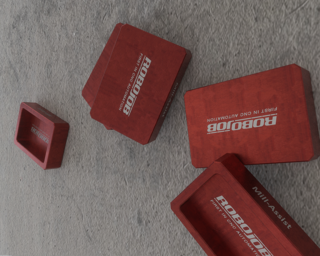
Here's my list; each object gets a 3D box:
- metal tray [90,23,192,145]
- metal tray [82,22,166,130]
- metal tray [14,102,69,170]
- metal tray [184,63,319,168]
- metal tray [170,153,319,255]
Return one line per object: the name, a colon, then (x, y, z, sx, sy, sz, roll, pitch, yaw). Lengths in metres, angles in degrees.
metal tray: (-0.027, -0.055, 0.398, 0.090, 0.030, 0.129, 27, 105, 13)
metal tray: (-0.057, -0.072, 0.448, 0.090, 0.030, 0.129, 49, 119, 28)
metal tray: (-0.229, 0.012, 0.590, 0.130, 0.030, 0.089, 26, 106, 37)
metal tray: (0.091, -0.007, 0.327, 0.130, 0.030, 0.089, -10, 84, 39)
metal tray: (0.081, 0.102, 0.312, 0.130, 0.030, 0.089, 50, 127, 16)
